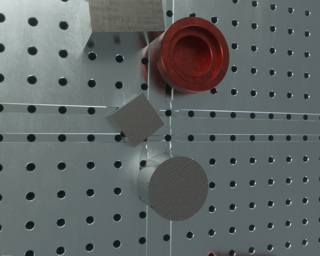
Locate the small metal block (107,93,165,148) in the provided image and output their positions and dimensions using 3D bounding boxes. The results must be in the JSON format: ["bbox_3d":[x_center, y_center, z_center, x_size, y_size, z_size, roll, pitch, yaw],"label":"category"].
[{"bbox_3d":[-0.031,-0.010,0.401,0.050,0.025,0.050,-38,102,-16],"label":"small metal block"}]

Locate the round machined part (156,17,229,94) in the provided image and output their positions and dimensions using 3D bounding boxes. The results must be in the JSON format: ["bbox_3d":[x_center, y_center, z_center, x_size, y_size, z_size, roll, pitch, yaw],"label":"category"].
[{"bbox_3d":[0.040,-0.095,0.418,0.099,0.042,0.097,0,90,-20],"label":"round machined part"}]

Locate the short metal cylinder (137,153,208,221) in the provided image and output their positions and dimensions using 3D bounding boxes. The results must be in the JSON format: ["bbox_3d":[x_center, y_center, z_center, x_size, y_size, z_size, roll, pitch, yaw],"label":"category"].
[{"bbox_3d":[0.015,0.075,0.405,0.081,0.050,0.079,0,90,-20],"label":"short metal cylinder"}]

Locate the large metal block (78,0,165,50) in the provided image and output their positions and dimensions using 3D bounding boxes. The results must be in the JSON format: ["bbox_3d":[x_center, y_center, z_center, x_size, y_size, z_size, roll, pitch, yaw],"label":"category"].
[{"bbox_3d":[-0.048,-0.127,0.365,0.081,0.080,0.050,-8,93,-20],"label":"large metal block"}]
